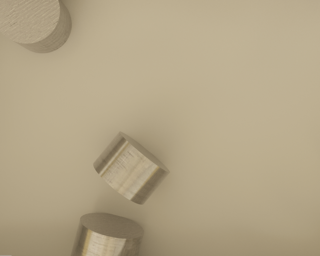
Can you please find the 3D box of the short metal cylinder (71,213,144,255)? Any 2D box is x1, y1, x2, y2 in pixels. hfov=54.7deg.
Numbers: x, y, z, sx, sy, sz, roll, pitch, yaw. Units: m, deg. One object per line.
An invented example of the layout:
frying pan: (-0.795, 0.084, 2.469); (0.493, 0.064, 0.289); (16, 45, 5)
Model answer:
short metal cylinder: (-0.065, 0.144, 0.383); (0.080, 0.080, 0.050); (14, 90, 0)

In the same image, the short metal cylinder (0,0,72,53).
short metal cylinder: (-0.161, -0.142, 0.397); (0.081, 0.050, 0.080); (0, 90, 0)

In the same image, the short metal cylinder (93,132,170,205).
short metal cylinder: (-0.035, 0.049, 0.384); (0.080, 0.080, 0.050); (39, 90, 0)
